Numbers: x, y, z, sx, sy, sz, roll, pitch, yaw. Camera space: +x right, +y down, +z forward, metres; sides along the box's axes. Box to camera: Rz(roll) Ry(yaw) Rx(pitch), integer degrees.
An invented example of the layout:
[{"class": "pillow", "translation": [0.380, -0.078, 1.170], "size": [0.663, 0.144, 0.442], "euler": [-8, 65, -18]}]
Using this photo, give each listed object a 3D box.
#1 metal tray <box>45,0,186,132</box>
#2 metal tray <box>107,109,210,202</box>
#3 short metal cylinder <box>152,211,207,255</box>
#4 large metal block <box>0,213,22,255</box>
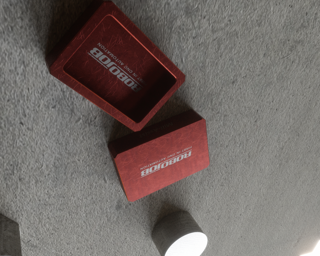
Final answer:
[{"class": "metal tray", "translation": [-0.043, -0.063, 0.340], "size": [0.090, 0.030, 0.130], "euler": [-48, 129, 6]}, {"class": "metal tray", "translation": [0.003, 0.038, 0.429], "size": [0.131, 0.030, 0.089], "euler": [-22, 127, -15]}, {"class": "short metal cylinder", "translation": [0.033, 0.188, 0.525], "size": [0.081, 0.050, 0.079], "euler": [-14, 124, -21]}, {"class": "large metal block", "translation": [-0.209, 0.152, 0.351], "size": [0.080, 0.080, 0.050], "euler": [-38, 129, -3]}]
